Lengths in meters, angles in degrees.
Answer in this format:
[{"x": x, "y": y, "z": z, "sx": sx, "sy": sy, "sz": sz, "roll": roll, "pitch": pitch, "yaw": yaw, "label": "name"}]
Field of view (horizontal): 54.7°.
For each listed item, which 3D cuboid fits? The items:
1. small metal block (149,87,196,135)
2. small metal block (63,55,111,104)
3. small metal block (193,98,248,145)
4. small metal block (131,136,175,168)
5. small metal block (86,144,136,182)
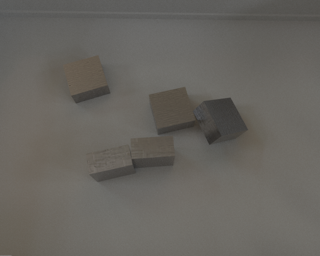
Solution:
[{"x": 0.016, "y": -0.023, "z": 0.418, "sx": 0.050, "sy": 0.025, "sz": 0.050, "roll": -13, "pitch": 71, "yaw": -5, "label": "small metal block"}, {"x": -0.102, "y": -0.068, "z": 0.434, "sx": 0.050, "sy": 0.025, "sz": 0.050, "roll": -18, "pitch": 71, "yaw": -7, "label": "small metal block"}, {"x": 0.078, "y": -0.010, "z": 0.402, "sx": 0.050, "sy": 0.025, "sz": 0.050, "roll": -10, "pitch": 67, "yaw": -36, "label": "small metal block"}, {"x": -0.009, "y": 0.031, "z": 0.385, "sx": 0.050, "sy": 0.050, "sz": 0.025, "roll": -4, "pitch": 70, "yaw": -2, "label": "small metal block"}, {"x": -0.059, "y": 0.044, "z": 0.380, "sx": 0.050, "sy": 0.050, "sz": 0.025, "roll": -12, "pitch": 71, "yaw": -4, "label": "small metal block"}]
